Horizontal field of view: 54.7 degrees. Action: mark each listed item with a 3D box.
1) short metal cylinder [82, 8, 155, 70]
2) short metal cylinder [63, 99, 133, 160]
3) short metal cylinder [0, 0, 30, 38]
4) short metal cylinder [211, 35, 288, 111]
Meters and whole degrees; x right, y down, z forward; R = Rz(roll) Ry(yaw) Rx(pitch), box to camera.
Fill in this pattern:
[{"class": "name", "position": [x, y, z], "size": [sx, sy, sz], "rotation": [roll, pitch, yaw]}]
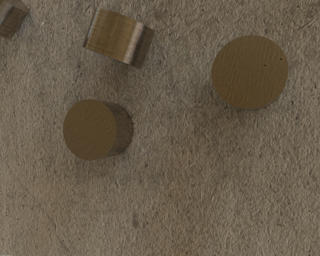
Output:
[{"class": "short metal cylinder", "position": [-0.053, -0.113, 0.398], "size": [0.080, 0.080, 0.050], "rotation": [23, 98, 18]}, {"class": "short metal cylinder", "position": [-0.084, 0.002, 0.425], "size": [0.080, 0.050, 0.080], "rotation": [0, 90, 20]}, {"class": "short metal cylinder", "position": [-0.249, -0.181, 0.468], "size": [0.080, 0.080, 0.050], "rotation": [43, 104, 15]}, {"class": "short metal cylinder", "position": [0.104, -0.061, 0.359], "size": [0.080, 0.050, 0.080], "rotation": [0, 90, 20]}]
